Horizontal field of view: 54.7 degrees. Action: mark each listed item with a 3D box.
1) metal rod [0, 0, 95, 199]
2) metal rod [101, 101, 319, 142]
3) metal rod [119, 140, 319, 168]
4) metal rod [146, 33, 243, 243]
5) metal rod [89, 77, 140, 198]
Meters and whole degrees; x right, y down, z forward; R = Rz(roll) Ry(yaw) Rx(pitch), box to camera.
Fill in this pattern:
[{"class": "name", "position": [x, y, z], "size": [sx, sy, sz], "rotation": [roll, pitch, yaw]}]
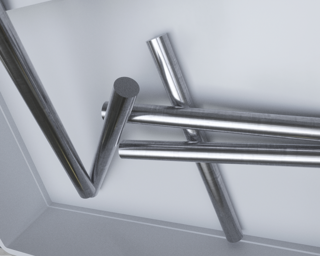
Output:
[{"class": "metal rod", "position": [-0.130, -0.006, 0.366], "size": [0.025, 0.025, 0.298], "rotation": [12, 140, 21]}, {"class": "metal rod", "position": [0.078, -0.006, 0.339], "size": [0.301, 0.025, 0.025], "rotation": [6, 121, 16]}, {"class": "metal rod", "position": [0.095, 0.029, 0.352], "size": [0.301, 0.025, 0.025], "rotation": [1, 119, 19]}, {"class": "metal rod", "position": [0.052, 0.027, 0.397], "size": [0.025, 0.025, 0.299], "rotation": [-11, 113, 32]}, {"class": "metal rod", "position": [-0.075, 0.035, 0.416], "size": [0.025, 0.025, 0.298], "rotation": [36, 145, 4]}]
